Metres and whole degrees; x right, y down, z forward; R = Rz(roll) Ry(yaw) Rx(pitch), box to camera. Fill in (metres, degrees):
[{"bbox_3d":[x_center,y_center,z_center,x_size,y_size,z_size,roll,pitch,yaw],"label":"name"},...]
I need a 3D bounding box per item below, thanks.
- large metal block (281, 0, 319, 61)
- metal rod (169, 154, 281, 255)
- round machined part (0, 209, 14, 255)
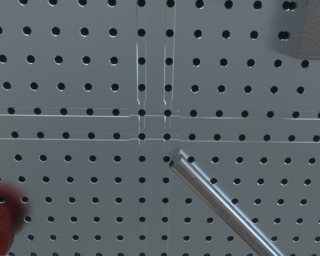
[{"bbox_3d":[0.197,-0.121,0.358,0.081,0.050,0.079,3,110,-2],"label":"large metal block"},{"bbox_3d":[0.123,0.149,0.470,0.025,0.025,0.300,-40,106,13],"label":"metal rod"},{"bbox_3d":[-0.265,0.153,0.457,0.099,0.042,0.097,0,110,-1],"label":"round machined part"}]
